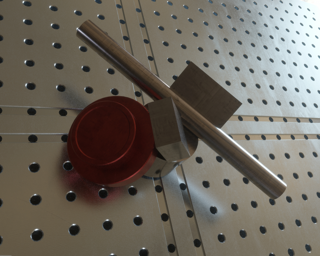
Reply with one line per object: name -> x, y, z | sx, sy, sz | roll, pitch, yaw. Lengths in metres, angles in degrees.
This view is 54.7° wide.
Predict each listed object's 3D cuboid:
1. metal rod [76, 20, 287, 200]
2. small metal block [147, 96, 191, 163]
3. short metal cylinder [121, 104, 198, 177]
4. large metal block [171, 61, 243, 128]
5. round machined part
metal rod -> 0.026, -0.021, 0.366 | 0.300, 0.025, 0.025 | 40, 51, -1
small metal block -> 0.010, 0.003, 0.324 | 0.025, 0.050, 0.050 | -16, 64, 9
short metal cylinder -> -0.001, 0.014, 0.378 | 0.081, 0.050, 0.080 | 14, 56, -21
large metal block -> 0.055, -0.041, 0.415 | 0.080, 0.050, 0.080 | 39, 8, -2
round machined part -> -0.053, 0.010, 0.325 | 0.098, 0.042, 0.098 | -4, 71, 11
